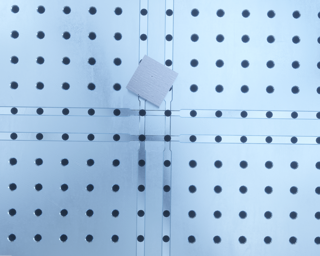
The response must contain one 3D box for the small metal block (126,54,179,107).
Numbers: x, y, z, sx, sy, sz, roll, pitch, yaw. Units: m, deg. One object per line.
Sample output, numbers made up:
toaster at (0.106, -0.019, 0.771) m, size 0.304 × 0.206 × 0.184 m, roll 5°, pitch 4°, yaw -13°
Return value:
small metal block at (-0.010, -0.061, 0.413) m, size 0.050 × 0.025 × 0.050 m, roll 30°, pitch 90°, yaw -1°
